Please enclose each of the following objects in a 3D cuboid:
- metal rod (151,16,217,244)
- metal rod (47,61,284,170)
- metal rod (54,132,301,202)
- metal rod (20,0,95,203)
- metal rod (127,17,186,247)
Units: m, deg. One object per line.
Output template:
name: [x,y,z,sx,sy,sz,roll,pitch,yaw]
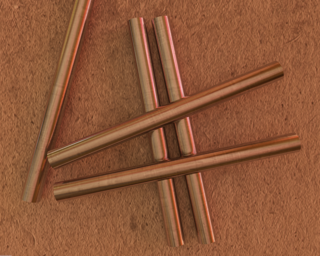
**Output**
metal rod: [0.032,0.003,0.409,0.025,0.025,0.298,-12,90,0]
metal rod: [0.007,-0.016,0.383,0.301,0.025,0.025,-22,90,0]
metal rod: [0.021,0.048,0.383,0.302,0.025,0.025,-12,90,0]
metal rod: [-0.132,-0.050,0.408,0.025,0.025,0.298,15,90,0]
metal rod: [-0.005,0.006,0.409,0.025,0.025,0.298,-10,90,0]
